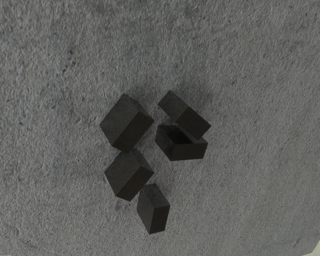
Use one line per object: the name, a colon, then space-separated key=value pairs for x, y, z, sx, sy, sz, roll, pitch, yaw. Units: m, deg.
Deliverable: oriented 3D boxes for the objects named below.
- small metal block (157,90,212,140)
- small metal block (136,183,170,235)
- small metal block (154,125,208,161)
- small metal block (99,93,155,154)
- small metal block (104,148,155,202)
small metal block: x=0.031 y=-0.017 z=0.397 sx=0.025 sy=0.050 sz=0.050 roll=-49 pitch=129 yaw=6
small metal block: x=-0.011 y=0.119 z=0.458 sx=0.025 sy=0.050 sz=0.050 roll=-5 pitch=121 yaw=-26
small metal block: x=0.028 y=0.019 z=0.417 sx=0.050 sy=0.050 sz=0.025 roll=-1 pitch=119 yaw=-28
small metal block: x=-0.040 y=-0.006 z=0.365 sx=0.025 sy=0.050 sz=0.050 roll=33 pitch=100 yaw=-38
small metal block: x=-0.041 y=0.058 z=0.404 sx=0.025 sy=0.050 sz=0.050 roll=33 pitch=100 yaw=-38
